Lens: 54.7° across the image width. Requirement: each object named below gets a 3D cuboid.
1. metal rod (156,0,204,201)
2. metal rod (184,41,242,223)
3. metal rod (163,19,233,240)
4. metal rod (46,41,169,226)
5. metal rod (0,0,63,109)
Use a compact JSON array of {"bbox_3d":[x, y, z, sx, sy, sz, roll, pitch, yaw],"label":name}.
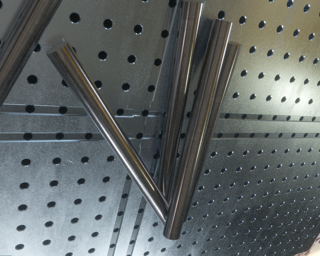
[{"bbox_3d":[0.019,-0.011,0.415,0.025,0.025,0.298,-7,122,-25],"label":"metal rod"},{"bbox_3d":[0.062,0.022,0.460,0.025,0.025,0.298,-2,119,-28],"label":"metal rod"},{"bbox_3d":[0.046,0.012,0.411,0.025,0.025,0.298,4,106,-31],"label":"metal rod"},{"bbox_3d":[-0.044,0.030,0.390,0.025,0.025,0.299,-33,124,-7],"label":"metal rod"},{"bbox_3d":[-0.170,-0.024,0.303,0.025,0.025,0.299,27,104,-38],"label":"metal rod"}]
